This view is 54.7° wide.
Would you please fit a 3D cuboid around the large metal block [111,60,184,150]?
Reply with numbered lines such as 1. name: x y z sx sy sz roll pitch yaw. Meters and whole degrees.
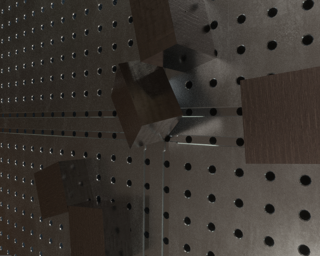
1. large metal block: -0.020 -0.029 0.385 0.080 0.050 0.080 123 129 -63

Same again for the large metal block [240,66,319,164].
1. large metal block: 0.126 -0.009 0.289 0.080 0.050 0.080 -5 87 39

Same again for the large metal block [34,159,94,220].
1. large metal block: -0.164 0.103 0.525 0.080 0.050 0.080 -24 75 37

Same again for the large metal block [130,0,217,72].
1. large metal block: 0.016 -0.116 0.358 0.050 0.081 0.080 -17 79 38

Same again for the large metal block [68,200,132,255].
1. large metal block: -0.091 0.154 0.465 0.080 0.050 0.080 -8 85 39
